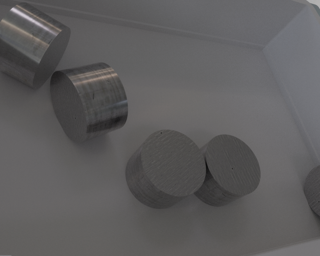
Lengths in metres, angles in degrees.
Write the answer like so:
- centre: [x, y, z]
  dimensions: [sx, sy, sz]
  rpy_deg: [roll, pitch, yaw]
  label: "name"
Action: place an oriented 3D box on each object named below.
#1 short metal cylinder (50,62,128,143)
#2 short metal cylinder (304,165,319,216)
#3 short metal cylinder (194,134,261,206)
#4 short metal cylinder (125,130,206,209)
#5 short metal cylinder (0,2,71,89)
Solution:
- centre: [-0.080, -0.029, 0.345]
  dimensions: [0.050, 0.080, 0.080]
  rpy_deg: [-22, 74, -36]
  label: "short metal cylinder"
- centre: [0.265, 0.093, 0.456]
  dimensions: [0.050, 0.080, 0.080]
  rpy_deg: [3, 61, -27]
  label: "short metal cylinder"
- centre: [0.080, 0.055, 0.399]
  dimensions: [0.081, 0.050, 0.080]
  rpy_deg: [14, 56, -21]
  label: "short metal cylinder"
- centre: [0.006, 0.049, 0.363]
  dimensions: [0.081, 0.050, 0.080]
  rpy_deg: [14, 56, -21]
  label: "short metal cylinder"
- centre: [-0.144, -0.091, 0.348]
  dimensions: [0.050, 0.080, 0.080]
  rpy_deg: [30, 52, -10]
  label: "short metal cylinder"
